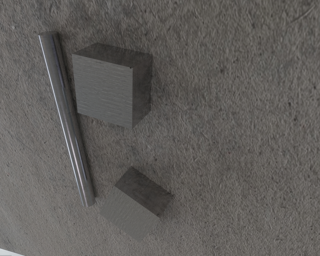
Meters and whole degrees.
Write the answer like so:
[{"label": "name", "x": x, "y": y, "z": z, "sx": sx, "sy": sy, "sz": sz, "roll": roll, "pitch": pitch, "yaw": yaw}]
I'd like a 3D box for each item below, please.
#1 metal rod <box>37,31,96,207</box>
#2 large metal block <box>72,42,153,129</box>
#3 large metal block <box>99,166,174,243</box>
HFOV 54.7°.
[{"label": "metal rod", "x": -0.138, "y": 0.004, "z": 0.481, "sx": 0.025, "sy": 0.025, "sz": 0.298, "roll": 10, "pitch": 123, "yaw": 23}, {"label": "large metal block", "x": -0.058, "y": -0.054, "z": 0.388, "sx": 0.080, "sy": 0.050, "sz": 0.079, "roll": 17, "pitch": 125, "yaw": 18}, {"label": "large metal block", "x": -0.038, "y": 0.120, "z": 0.485, "sx": 0.080, "sy": 0.050, "sz": 0.079, "roll": 34, "pitch": 129, "yaw": 5}]
